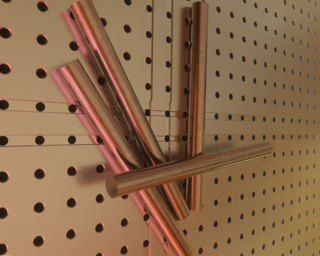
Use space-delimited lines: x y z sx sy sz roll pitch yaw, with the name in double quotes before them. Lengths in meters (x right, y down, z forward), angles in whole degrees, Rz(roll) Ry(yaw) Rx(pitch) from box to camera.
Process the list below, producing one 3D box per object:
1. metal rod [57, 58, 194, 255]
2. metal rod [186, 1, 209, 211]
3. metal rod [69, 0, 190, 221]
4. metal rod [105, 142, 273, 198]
"metal rod" -0.031 0.054 0.382 0.025 0.025 0.299 -43 116 -31
"metal rod" 0.054 -0.032 0.452 0.025 0.025 0.298 3 88 -40
"metal rod" -0.028 -0.007 0.384 0.025 0.025 0.299 -38 113 -33
"metal rod" 0.064 0.049 0.427 0.302 0.025 0.025 -7 95 -40
